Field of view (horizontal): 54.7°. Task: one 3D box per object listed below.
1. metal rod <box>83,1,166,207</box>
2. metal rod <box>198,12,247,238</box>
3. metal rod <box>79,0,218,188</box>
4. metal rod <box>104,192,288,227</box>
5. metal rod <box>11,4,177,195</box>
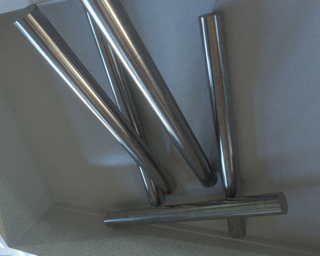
[{"bbox_3d":[-0.041,-0.017,0.419,0.025,0.025,0.298,-2,118,29],"label":"metal rod"},{"bbox_3d":[0.081,0.017,0.376,0.025,0.025,0.298,2,119,27],"label":"metal rod"},{"bbox_3d":[0.007,-0.018,0.313,0.025,0.025,0.300,-1,144,29],"label":"metal rod"},{"bbox_3d":[0.027,0.121,0.440,0.299,0.025,0.025,-18,109,38],"label":"metal rod"},{"bbox_3d":[-0.050,-0.004,0.358,0.025,0.025,0.300,-4,140,30],"label":"metal rod"}]
